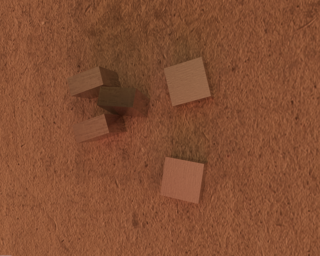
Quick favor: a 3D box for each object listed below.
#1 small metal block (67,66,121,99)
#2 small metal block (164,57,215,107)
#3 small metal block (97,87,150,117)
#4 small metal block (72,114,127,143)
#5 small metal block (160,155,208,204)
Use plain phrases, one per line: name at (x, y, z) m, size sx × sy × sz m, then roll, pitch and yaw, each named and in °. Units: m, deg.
small metal block at (-0.090, -0.061, 0.427) m, size 0.050 × 0.050 × 0.025 m, roll -16°, pitch 85°, yaw 19°
small metal block at (0.038, -0.057, 0.396) m, size 0.050 × 0.025 × 0.050 m, roll -14°, pitch 85°, yaw 19°
small metal block at (-0.047, -0.034, 0.410) m, size 0.050 × 0.050 × 0.025 m, roll 5°, pitch 79°, yaw 20°
small metal block at (-0.082, 0.001, 0.424) m, size 0.050 × 0.050 × 0.025 m, roll -18°, pitch 85°, yaw 19°
small metal block at (0.031, 0.065, 0.398) m, size 0.050 × 0.025 × 0.050 m, roll 9°, pitch 93°, yaw 19°
